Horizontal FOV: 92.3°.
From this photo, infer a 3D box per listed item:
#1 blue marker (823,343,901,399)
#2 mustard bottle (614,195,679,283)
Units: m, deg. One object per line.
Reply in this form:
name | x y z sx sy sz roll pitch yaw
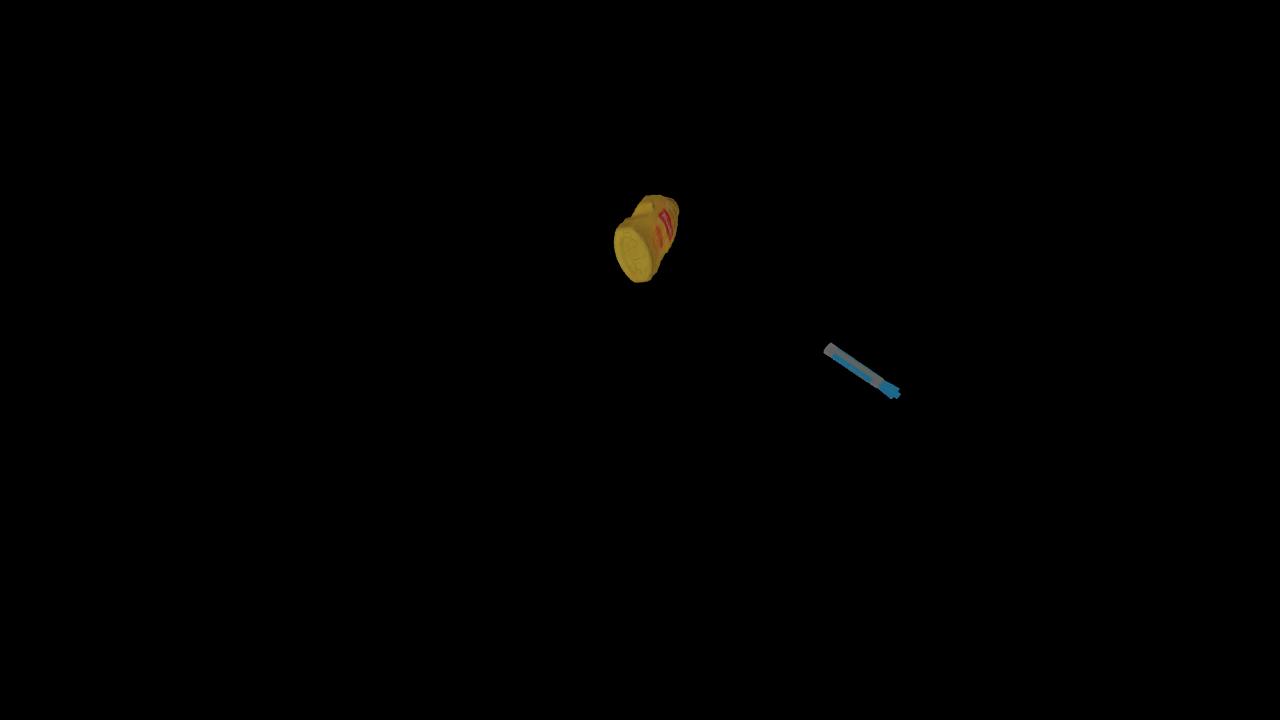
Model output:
blue marker | 0.318 0.016 0.881 0.121 0.020 0.020 39 19 25
mustard bottle | 0.019 -0.200 0.929 0.054 0.092 0.184 -8 33 29
